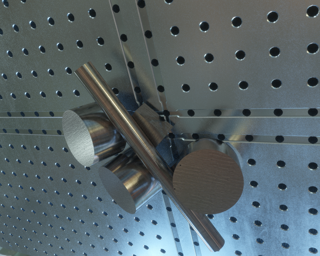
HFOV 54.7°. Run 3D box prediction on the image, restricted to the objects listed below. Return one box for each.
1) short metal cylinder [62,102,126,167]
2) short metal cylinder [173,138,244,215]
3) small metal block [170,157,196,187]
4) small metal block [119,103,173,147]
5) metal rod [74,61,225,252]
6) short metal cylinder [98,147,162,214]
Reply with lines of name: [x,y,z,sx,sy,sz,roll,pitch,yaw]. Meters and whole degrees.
short metal cylinder: [-0.091,0.006,0.424,0.080,0.050,0.079,26,127,40]
short metal cylinder: [0.059,0.057,0.378,0.080,0.050,0.079,2,103,9]
small metal block: [0.032,0.070,0.433,0.050,0.025,0.050,42,129,-1]
small metal block: [-0.019,0.003,0.418,0.050,0.025,0.050,40,129,1]
metal rod: [-0.008,0.044,0.405,0.025,0.025,0.299,-28,103,37]
short metal cylinder: [-0.042,0.074,0.441,0.080,0.050,0.079,35,144,30]
